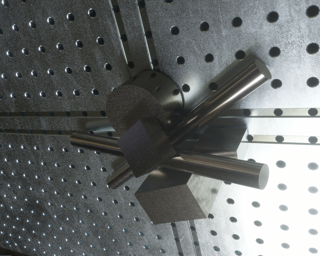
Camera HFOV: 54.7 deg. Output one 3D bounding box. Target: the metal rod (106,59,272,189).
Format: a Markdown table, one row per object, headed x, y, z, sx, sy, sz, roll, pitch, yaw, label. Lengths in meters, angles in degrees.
| x | y | z | sx | sy | sz | roll | pitch | yaw | label |
| --- | --- | --- | --- | --- | --- | --- | --- | --- | --- |
| 0.015 | 0.014 | 0.408 | 0.025 | 0.025 | 0.299 | 47 | 129 | -5 | metal rod |

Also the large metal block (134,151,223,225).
| x | y | z | sx | sy | sz | roll | pitch | yaw | label |
| --- | --- | --- | --- | --- | --- | --- | --- | --- | --- |
| 0.027 | 0.074 | 0.401 | 0.080 | 0.080 | 0.050 | -19 | 108 | 35 | large metal block |

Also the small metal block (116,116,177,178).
| x | y | z | sx | sy | sz | roll | pitch | yaw | label |
| --- | --- | --- | --- | --- | --- | --- | --- | --- | --- |
| -0.017 | 0.022 | 0.353 | 0.050 | 0.025 | 0.050 | -41 | 73 | 39 | small metal block |

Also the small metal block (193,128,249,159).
| x | y | z | sx | sy | sz | roll | pitch | yaw | label |
| --- | --- | --- | --- | --- | --- | --- | --- | --- | --- |
| 0.073 | 0.023 | 0.366 | 0.050 | 0.050 | 0.025 | 1 | 119 | 29 | small metal block |

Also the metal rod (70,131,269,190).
| x | y | z | sx | sy | sz | roll | pitch | yaw | label |
| --- | --- | --- | --- | --- | --- | --- | --- | --- | --- |
| -0.016 | 0.032 | 0.389 | 0.300 | 0.025 | 0.025 | 7 | 123 | 40 | metal rod |

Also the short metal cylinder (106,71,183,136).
| x | y | z | sx | sy | sz | roll | pitch | yaw | label |
| --- | --- | --- | --- | --- | --- | --- | --- | --- | --- |
| -0.019 | -0.025 | 0.385 | 0.080 | 0.050 | 0.079 | 13 | 123 | 21 | short metal cylinder |
